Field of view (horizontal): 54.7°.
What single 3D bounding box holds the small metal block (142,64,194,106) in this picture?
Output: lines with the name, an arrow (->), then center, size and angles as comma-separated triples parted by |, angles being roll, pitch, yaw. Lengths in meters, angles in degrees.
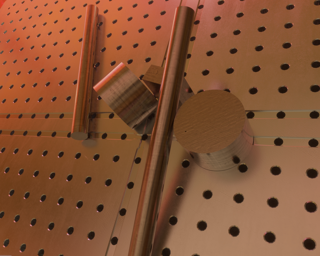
small metal block -> 0.011, -0.057, 0.421 | 0.050, 0.050, 0.025 | 21, 74, 36

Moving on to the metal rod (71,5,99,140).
metal rod -> -0.129, -0.113, 0.545 | 0.025, 0.025, 0.299 | -16, 55, 19

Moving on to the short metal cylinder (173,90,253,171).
short metal cylinder -> 0.062, 0.003, 0.357 | 0.080, 0.050, 0.080 | -12, 57, 20

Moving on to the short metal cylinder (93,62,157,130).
short metal cylinder -> -0.045, -0.043, 0.423 | 0.050, 0.080, 0.080 | -43, 51, -1

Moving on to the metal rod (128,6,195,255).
metal rod -> 0.004, -0.002, 0.362 | 0.025, 0.025, 0.299 | 4, 78, 30
